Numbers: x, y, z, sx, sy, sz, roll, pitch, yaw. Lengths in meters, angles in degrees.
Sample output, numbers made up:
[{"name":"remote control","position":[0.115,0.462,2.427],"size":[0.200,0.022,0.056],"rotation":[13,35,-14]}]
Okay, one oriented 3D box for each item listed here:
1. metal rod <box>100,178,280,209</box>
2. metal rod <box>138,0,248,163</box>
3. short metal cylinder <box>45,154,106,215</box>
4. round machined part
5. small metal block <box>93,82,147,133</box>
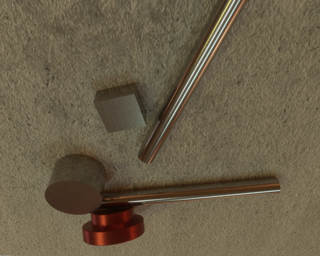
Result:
[{"name":"metal rod","position":[0.036,0.106,0.497],"size":[0.302,0.025,0.025],"rotation":[-6,130,4]},{"name":"metal rod","position":[0.038,-0.064,0.353],"size":[0.025,0.025,0.298],"rotation":[18,128,-15]},{"name":"short metal cylinder","position":[-0.123,0.085,0.461],"size":[0.081,0.050,0.079],"rotation":[0,130,0]},{"name":"round machined part","position":[-0.076,0.151,0.501],"size":[0.099,0.098,0.042],"rotation":[-6,89,4]},{"name":"small metal block","position":[-0.048,-0.024,0.386],"size":[0.050,0.025,0.050],"rotation":[-11,130,9]}]
